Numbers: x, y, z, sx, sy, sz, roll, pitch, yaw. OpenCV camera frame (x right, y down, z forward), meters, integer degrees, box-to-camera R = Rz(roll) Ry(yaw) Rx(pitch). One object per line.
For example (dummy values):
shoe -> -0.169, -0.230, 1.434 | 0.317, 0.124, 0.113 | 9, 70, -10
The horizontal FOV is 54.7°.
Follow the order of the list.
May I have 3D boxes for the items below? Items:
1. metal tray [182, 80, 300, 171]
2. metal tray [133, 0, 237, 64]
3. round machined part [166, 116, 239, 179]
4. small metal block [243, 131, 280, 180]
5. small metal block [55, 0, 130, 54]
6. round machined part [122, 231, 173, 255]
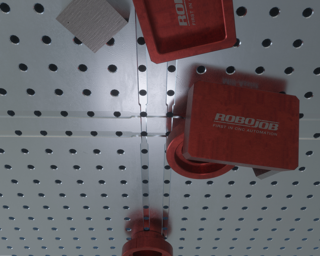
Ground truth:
metal tray -> 0.097, -0.001, 0.369 | 0.131, 0.090, 0.030 | 8, 167, -7
metal tray -> 0.020, -0.132, 0.295 | 0.090, 0.030, 0.129 | -11, 130, 9
round machined part -> 0.057, 0.022, 0.420 | 0.099, 0.042, 0.097 | 0, 130, 0
small metal block -> 0.149, 0.036, 0.424 | 0.050, 0.050, 0.025 | -29, 149, 22
small metal block -> -0.067, -0.114, 0.314 | 0.050, 0.025, 0.050 | -34, 123, 25
round machined part -> -0.024, 0.236, 0.601 | 0.099, 0.042, 0.097 | 0, 130, 0
